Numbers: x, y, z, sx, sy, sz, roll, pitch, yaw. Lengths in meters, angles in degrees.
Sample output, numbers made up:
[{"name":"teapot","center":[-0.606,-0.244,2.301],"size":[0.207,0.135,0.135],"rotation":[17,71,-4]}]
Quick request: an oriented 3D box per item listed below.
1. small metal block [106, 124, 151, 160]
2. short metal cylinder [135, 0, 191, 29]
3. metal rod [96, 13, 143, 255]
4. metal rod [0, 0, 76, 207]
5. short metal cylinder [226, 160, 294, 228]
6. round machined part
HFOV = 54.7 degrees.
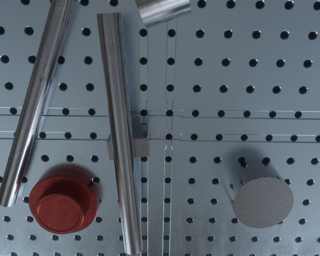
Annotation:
[{"name":"small metal block","center":[-0.039,0.018,0.406],"size":[0.050,0.050,0.025],"rotation":[-6,110,2]},{"name":"short metal cylinder","center":[-0.004,-0.153,0.328],"size":[0.050,0.080,0.080],"rotation":[-18,109,6]},{"name":"metal rod","center":[-0.044,0.022,0.367],"size":[0.025,0.025,0.298],"rotation":[-3,110,1]},{"name":"metal rod","center":[-0.166,-0.023,0.403],"size":[0.025,0.025,0.298],"rotation":[21,109,-8]},{"name":"short metal cylinder","center":[0.137,0.092,0.435],"size":[0.081,0.050,0.079],"rotation":[0,110,-1]},{"name":"round machined part","center":[-0.139,0.112,0.444],"size":[0.099,0.042,0.097],"rotation":[0,110,0]}]
